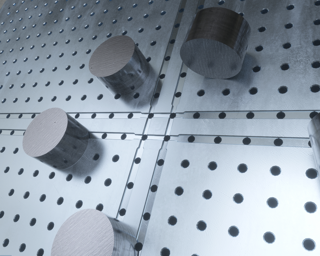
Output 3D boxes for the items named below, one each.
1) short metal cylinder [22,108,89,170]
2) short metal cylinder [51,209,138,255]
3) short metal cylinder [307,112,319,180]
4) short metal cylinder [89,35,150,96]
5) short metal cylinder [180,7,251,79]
[{"bbox_3d":[-0.155,0.016,0.464,0.080,0.050,0.080,-13,56,21],"label":"short metal cylinder"},{"bbox_3d":[-0.072,0.137,0.346,0.080,0.050,0.080,-13,56,21],"label":"short metal cylinder"},{"bbox_3d":[0.178,0.015,0.270,0.080,0.080,0.050,-12,57,22],"label":"short metal cylinder"},{"bbox_3d":[-0.063,-0.098,0.485,0.080,0.050,0.080,-13,56,21],"label":"short metal cylinder"},{"bbox_3d":[0.072,-0.108,0.401,0.080,0.080,0.050,8,66,31],"label":"short metal cylinder"}]
